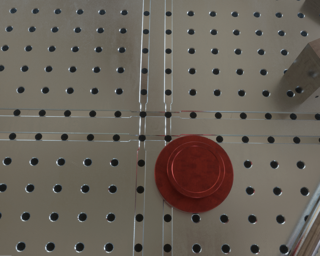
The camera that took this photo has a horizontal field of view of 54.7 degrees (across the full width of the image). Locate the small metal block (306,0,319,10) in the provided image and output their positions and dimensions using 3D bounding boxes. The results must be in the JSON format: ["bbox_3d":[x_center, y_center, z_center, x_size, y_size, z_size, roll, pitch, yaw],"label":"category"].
[{"bbox_3d":[0.273,-0.212,0.493,0.050,0.025,0.050,-42,76,-14],"label":"small metal block"}]

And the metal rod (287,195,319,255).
[{"bbox_3d":[0.242,0.047,0.397,0.025,0.025,0.300,34,73,11],"label":"metal rod"}]

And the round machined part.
[{"bbox_3d":[0.042,0.055,0.383,0.099,0.042,0.098,0,70,-1],"label":"round machined part"}]

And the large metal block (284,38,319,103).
[{"bbox_3d":[0.229,-0.086,0.417,0.080,0.080,0.050,-23,72,-8],"label":"large metal block"}]
